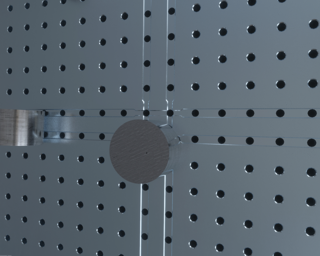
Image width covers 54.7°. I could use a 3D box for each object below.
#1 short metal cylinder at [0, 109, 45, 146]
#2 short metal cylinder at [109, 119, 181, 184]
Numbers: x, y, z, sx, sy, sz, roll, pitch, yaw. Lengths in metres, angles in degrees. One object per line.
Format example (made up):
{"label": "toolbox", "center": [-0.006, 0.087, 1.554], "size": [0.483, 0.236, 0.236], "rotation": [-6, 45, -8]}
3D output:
{"label": "short metal cylinder", "center": [-0.215, -0.002, 0.459], "size": [0.080, 0.080, 0.050], "rotation": [4, 92, 20]}
{"label": "short metal cylinder", "center": [-0.018, 0.029, 0.406], "size": [0.080, 0.050, 0.079], "rotation": [0, 90, 20]}
